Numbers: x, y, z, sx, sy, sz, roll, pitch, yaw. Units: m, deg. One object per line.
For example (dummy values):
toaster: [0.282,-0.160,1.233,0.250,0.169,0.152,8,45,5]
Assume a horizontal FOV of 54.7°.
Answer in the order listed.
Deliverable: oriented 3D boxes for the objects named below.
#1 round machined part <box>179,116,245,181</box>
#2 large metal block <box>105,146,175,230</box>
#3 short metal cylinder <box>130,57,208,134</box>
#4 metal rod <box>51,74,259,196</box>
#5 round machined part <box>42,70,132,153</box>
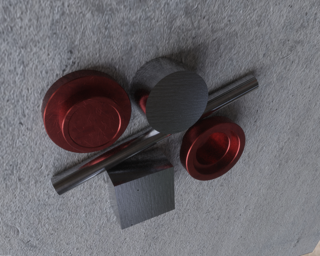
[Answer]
round machined part: [0.072,0.025,0.452,0.099,0.042,0.097,-14,124,-21]
large metal block: [-0.027,0.082,0.429,0.081,0.050,0.079,-16,125,-19]
short metal cylinder: [0.010,-0.039,0.373,0.081,0.050,0.079,-14,124,-21]
metal rod: [0.002,0.004,0.413,0.302,0.025,0.025,-28,128,-11]
round machined part: [-0.078,-0.012,0.347,0.099,0.042,0.097,-14,124,-21]
